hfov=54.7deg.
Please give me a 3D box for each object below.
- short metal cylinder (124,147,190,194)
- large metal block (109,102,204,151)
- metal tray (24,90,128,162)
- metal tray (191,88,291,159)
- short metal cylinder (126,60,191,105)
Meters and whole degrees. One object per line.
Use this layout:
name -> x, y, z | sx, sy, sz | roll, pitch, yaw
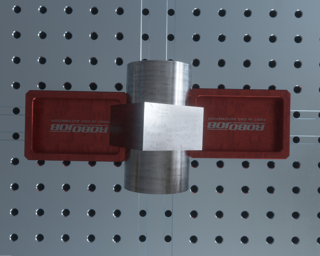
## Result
short metal cylinder -> -0.004, 0.049, 0.385 | 0.081, 0.080, 0.050 | 2, 90, 0
large metal block -> -0.006, -0.001, 0.371 | 0.081, 0.080, 0.050 | 2, 90, -34
metal tray -> -0.107, -0.003, 0.409 | 0.131, 0.030, 0.089 | 1, 90, 0
metal tray -> 0.102, -0.005, 0.411 | 0.131, 0.030, 0.089 | 1, 90, 0
short metal cylinder -> -0.001, -0.051, 0.385 | 0.081, 0.080, 0.050 | 1, 90, 0
